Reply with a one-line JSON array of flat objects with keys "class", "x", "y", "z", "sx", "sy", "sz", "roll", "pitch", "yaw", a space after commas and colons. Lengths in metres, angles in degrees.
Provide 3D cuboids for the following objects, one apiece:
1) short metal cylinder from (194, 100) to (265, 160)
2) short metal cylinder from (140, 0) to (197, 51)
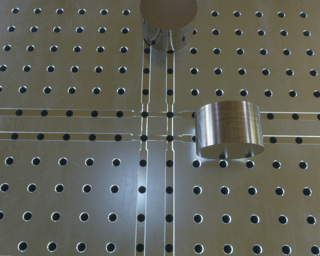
[{"class": "short metal cylinder", "x": 0.084, "y": 0.005, "z": 0.381, "sx": 0.081, "sy": 0.080, "sz": 0.050, "roll": 0, "pitch": 70, "yaw": 0}, {"class": "short metal cylinder", "x": 0.012, "y": -0.162, "z": 0.457, "sx": 0.081, "sy": 0.050, "sz": 0.080, "roll": 0, "pitch": 70, "yaw": 0}]
